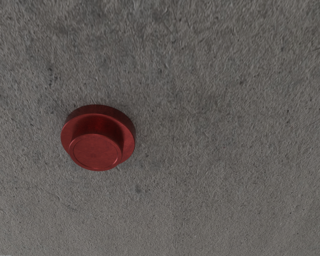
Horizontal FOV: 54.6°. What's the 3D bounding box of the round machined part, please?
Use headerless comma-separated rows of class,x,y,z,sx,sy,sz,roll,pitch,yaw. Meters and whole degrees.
round machined part,-0.083,0.020,0.412,0.099,0.042,0.097,0,130,0
